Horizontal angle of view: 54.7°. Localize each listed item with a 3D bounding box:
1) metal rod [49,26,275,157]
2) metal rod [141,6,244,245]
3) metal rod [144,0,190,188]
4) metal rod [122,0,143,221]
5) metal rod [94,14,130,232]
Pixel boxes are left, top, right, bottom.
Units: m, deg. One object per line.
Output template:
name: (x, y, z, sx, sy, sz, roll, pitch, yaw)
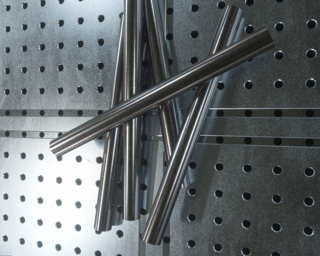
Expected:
metal rod: (-0.011, -0.035, 0.376, 0.300, 0.025, 0.025, -26, 82, 17)
metal rod: (0.040, -0.004, 0.378, 0.025, 0.025, 0.299, 20, 89, 18)
metal rod: (0.002, -0.071, 0.411, 0.025, 0.025, 0.298, -11, 86, 19)
metal rod: (-0.037, -0.025, 0.412, 0.025, 0.025, 0.298, 3, 96, 19)
metal rod: (-0.061, -0.005, 0.432, 0.025, 0.025, 0.298, 9, 93, 19)
